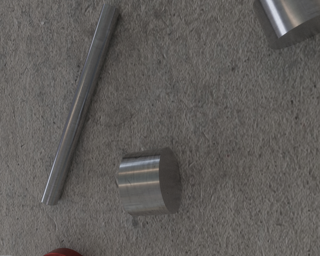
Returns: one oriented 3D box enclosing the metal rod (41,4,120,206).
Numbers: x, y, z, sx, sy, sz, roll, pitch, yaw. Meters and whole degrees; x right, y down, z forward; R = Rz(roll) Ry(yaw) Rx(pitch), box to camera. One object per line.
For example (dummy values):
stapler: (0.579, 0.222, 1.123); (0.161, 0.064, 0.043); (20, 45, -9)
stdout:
metal rod: (-0.117, -0.029, 0.450); (0.025, 0.025, 0.298); (22, 97, 18)

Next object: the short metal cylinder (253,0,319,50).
short metal cylinder: (0.147, -0.126, 0.328); (0.080, 0.080, 0.050); (-24, 82, 18)

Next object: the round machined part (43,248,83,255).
round machined part: (-0.134, 0.222, 0.447); (0.098, 0.042, 0.097); (0, 90, 20)

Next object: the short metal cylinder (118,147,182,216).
short metal cylinder: (-0.010, 0.067, 0.383); (0.050, 0.080, 0.080); (-10, 87, 20)
